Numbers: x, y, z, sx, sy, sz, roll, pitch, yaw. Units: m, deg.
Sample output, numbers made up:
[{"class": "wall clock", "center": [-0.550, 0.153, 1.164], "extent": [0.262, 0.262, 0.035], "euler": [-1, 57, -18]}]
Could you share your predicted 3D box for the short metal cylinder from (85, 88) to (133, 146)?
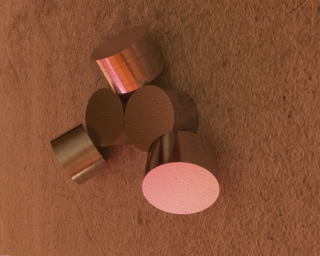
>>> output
[{"class": "short metal cylinder", "center": [-0.061, -0.015, 0.440], "extent": [0.080, 0.050, 0.080], "euler": [0, 90, 40]}]

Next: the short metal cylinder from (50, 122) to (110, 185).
[{"class": "short metal cylinder", "center": [-0.117, 0.037, 0.459], "extent": [0.050, 0.080, 0.080], "euler": [-32, 64, -8]}]

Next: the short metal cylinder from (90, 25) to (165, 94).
[{"class": "short metal cylinder", "center": [-0.041, -0.088, 0.397], "extent": [0.080, 0.080, 0.050], "euler": [2, 134, 40]}]

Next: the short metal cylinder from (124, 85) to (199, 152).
[{"class": "short metal cylinder", "center": [0.001, -0.011, 0.389], "extent": [0.080, 0.050, 0.080], "euler": [0, 90, 40]}]

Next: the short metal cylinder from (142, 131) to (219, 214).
[{"class": "short metal cylinder", "center": [0.023, 0.050, 0.343], "extent": [0.080, 0.080, 0.050], "euler": [-44, 22, 31]}]
